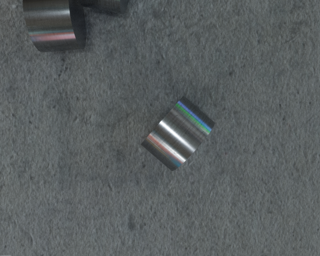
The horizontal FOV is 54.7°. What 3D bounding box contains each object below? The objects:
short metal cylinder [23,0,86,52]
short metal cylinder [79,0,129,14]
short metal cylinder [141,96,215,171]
[{"bbox_3d":[-0.126,-0.136,0.381,0.050,0.080,0.079,-5,90,0],"label":"short metal cylinder"},{"bbox_3d":[-0.065,-0.187,0.382,0.050,0.080,0.080,11,90,0],"label":"short metal cylinder"},{"bbox_3d":[0.022,0.007,0.383,0.050,0.080,0.080,41,90,-1],"label":"short metal cylinder"}]
